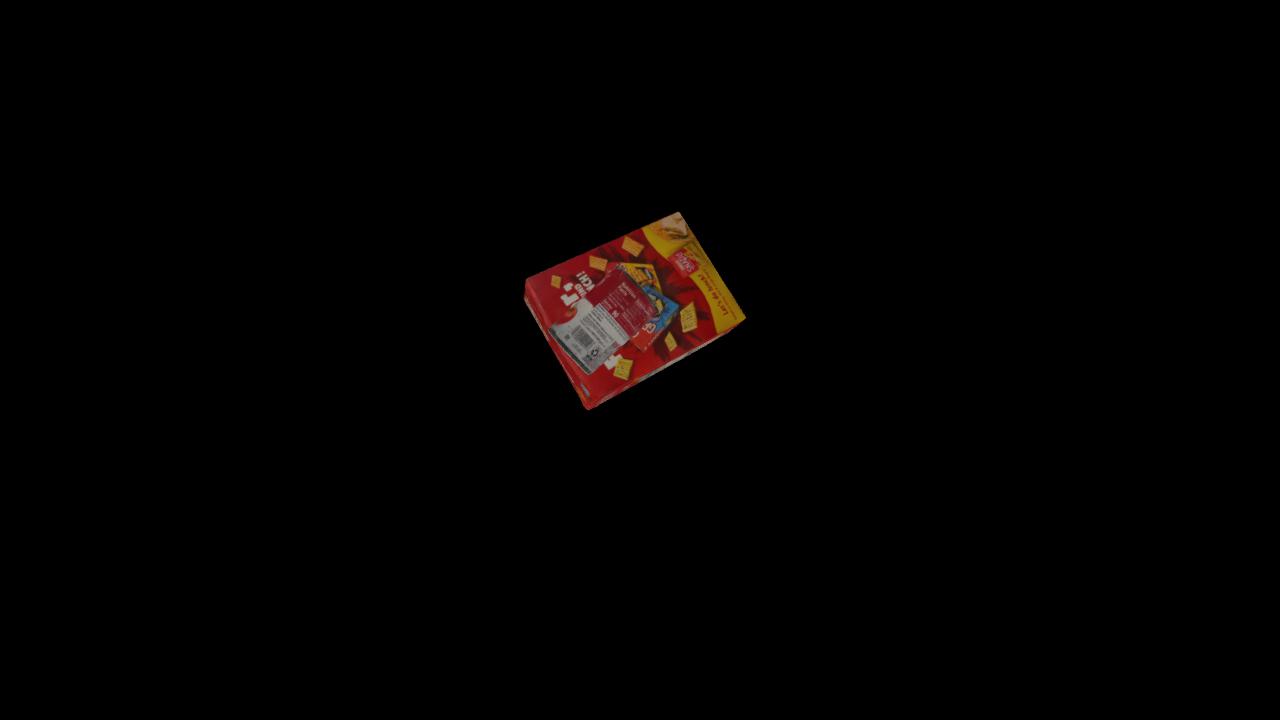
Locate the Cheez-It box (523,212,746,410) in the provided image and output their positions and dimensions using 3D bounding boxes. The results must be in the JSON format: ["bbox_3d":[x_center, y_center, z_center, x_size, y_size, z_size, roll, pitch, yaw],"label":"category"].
[{"bbox_3d":[-0.007,-0.063,0.757,0.223,0.166,0.071,-29,-8,-19],"label":"Cheez-It box"}]

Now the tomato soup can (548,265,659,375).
[{"bbox_3d":[-0.038,-0.040,0.647,0.101,0.068,0.068,-43,3,-3],"label":"tomato soup can"}]
